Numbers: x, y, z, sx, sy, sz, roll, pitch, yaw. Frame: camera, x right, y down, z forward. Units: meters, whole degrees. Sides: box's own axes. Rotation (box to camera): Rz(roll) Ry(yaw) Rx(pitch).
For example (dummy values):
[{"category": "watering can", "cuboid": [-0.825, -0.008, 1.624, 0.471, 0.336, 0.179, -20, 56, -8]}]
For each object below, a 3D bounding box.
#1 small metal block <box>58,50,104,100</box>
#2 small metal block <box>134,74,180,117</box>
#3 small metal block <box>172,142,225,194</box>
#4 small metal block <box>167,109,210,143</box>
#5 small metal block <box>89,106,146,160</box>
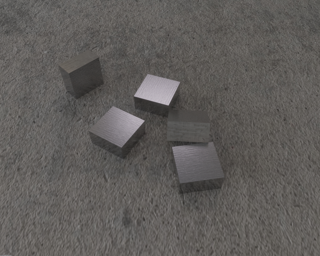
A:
[{"category": "small metal block", "cuboid": [-0.113, -0.078, 0.451, 0.050, 0.050, 0.025, -37, 59, -27]}, {"category": "small metal block", "cuboid": [-0.003, -0.047, 0.442, 0.050, 0.025, 0.050, 16, 52, 13]}, {"category": "small metal block", "cuboid": [0.043, 0.046, 0.364, 0.050, 0.025, 0.050, -7, 50, -6]}, {"category": "small metal block", "cuboid": [0.035, -0.004, 0.392, 0.050, 0.025, 0.050, 3, 20, 2]}, {"category": "small metal block", "cuboid": [-0.054, 0.005, 0.398, 0.050, 0.025, 0.050, 25, 54, 19]}]
